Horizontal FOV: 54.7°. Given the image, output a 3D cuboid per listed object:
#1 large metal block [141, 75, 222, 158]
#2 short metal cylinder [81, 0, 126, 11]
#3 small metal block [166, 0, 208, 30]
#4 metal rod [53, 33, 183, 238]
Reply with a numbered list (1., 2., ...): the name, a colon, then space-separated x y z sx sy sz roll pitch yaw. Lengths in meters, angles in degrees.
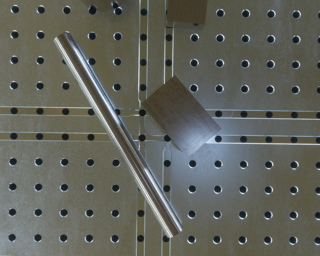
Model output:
1. large metal block: 0.024 -0.013 0.386 0.050 0.080 0.080 -41 91 0
2. short metal cylinder: -0.078 -0.200 0.400 0.081 0.050 0.079 0 90 -1
3. small metal block: 0.036 -0.161 0.414 0.050 0.025 0.050 6 90 -1
4. metal rod: -0.055 0.010 0.412 0.025 0.025 0.299 -30 90 0
